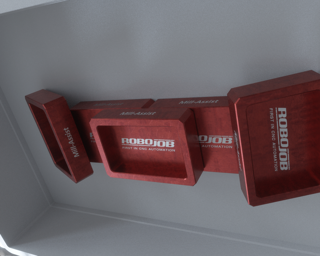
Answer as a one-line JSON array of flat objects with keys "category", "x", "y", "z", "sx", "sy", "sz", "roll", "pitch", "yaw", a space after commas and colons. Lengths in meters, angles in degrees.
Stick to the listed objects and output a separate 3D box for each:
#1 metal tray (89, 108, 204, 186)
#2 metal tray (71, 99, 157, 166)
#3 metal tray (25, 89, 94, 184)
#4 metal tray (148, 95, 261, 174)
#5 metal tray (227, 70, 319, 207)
[{"category": "metal tray", "x": -0.017, "y": 0.022, "z": 0.387, "sx": 0.130, "sy": 0.030, "sz": 0.089, "roll": 1, "pitch": 118, "yaw": 28}, {"category": "metal tray", "x": -0.061, "y": 0.007, "z": 0.441, "sx": 0.130, "sy": 0.030, "sz": 0.089, "roll": 0, "pitch": 119, "yaw": 28}, {"category": "metal tray", "x": -0.152, "y": 0.011, "z": 0.467, "sx": 0.090, "sy": 0.030, "sz": 0.129, "roll": 19, "pitch": 131, "yaw": 49}, {"category": "metal tray", "x": 0.055, "y": 0.009, "z": 0.381, "sx": 0.130, "sy": 0.030, "sz": 0.089, "roll": 0, "pitch": 119, "yaw": 28}, {"category": "metal tray", "x": 0.126, "y": 0.014, "z": 0.321, "sx": 0.090, "sy": 0.030, "sz": 0.129, "roll": -13, "pitch": 115, "yaw": 3}]
